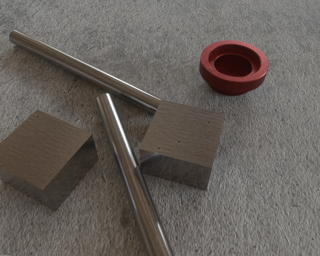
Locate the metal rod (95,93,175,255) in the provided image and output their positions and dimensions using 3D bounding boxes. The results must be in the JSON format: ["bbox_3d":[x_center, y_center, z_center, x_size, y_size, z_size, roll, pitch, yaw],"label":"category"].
[{"bbox_3d":[-0.026,0.069,0.344,0.025,0.025,0.300,-16,52,-13],"label":"metal rod"}]

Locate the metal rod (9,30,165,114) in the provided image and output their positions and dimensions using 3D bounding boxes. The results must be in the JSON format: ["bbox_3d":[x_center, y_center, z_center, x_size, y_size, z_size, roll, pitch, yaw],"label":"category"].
[{"bbox_3d":[-0.123,-0.092,0.478,0.301,0.025,0.025,27,55,21],"label":"metal rod"}]

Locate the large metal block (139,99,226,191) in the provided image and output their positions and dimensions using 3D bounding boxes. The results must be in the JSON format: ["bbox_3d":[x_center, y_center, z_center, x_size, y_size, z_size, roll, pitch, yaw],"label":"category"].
[{"bbox_3d":[0.028,0.019,0.372,0.080,0.050,0.080,14,51,11],"label":"large metal block"}]

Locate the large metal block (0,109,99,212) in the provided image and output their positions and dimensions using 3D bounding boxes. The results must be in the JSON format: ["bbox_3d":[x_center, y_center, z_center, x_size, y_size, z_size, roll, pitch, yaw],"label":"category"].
[{"bbox_3d":[-0.131,0.035,0.356,0.080,0.050,0.080,23,53,17],"label":"large metal block"}]

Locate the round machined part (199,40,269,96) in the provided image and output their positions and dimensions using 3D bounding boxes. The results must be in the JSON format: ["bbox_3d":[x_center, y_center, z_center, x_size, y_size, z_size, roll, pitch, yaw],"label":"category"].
[{"bbox_3d":[0.109,-0.086,0.466,0.099,0.042,0.098,0,50,0],"label":"round machined part"}]
